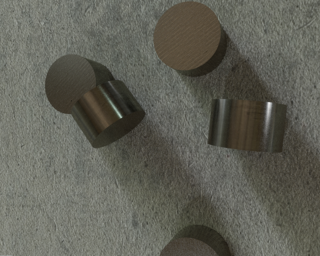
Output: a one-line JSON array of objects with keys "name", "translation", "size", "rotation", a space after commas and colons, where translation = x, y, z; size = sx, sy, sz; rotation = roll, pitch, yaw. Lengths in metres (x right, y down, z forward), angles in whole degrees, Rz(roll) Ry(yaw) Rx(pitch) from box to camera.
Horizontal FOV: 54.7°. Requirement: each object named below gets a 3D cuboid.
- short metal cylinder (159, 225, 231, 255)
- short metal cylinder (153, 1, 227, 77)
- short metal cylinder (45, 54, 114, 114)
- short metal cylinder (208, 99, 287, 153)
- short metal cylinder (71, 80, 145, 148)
[{"name": "short metal cylinder", "translation": [0.043, 0.166, 0.380], "size": [0.080, 0.050, 0.080], "rotation": [0, 90, 20]}, {"name": "short metal cylinder", "translation": [0.039, -0.107, 0.382], "size": [0.080, 0.050, 0.080], "rotation": [0, 90, 20]}, {"name": "short metal cylinder", "translation": [-0.111, -0.058, 0.435], "size": [0.080, 0.050, 0.080], "rotation": [0, 90, 20]}, {"name": "short metal cylinder", "translation": [0.096, -0.003, 0.346], "size": [0.080, 0.080, 0.050], "rotation": [6, 92, 20]}, {"name": "short metal cylinder", "translation": [-0.066, -0.017, 0.403], "size": [0.080, 0.080, 0.050], "rotation": [-39, 78, 16]}]
